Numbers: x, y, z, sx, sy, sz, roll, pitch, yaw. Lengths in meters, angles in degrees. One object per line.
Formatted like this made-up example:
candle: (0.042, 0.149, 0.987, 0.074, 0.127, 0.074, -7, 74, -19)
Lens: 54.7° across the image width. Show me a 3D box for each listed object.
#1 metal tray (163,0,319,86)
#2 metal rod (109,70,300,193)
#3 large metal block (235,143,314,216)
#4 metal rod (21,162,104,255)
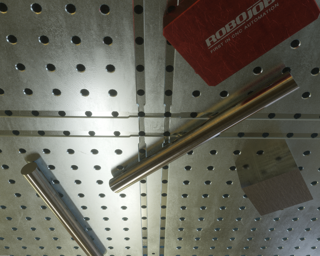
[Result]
metal tray: (0.079, -0.112, 0.315, 0.130, 0.030, 0.090, -33, 123, 24)
metal rod: (0.043, 0.017, 0.426, 0.299, 0.025, 0.025, -33, 123, 24)
large metal block: (0.171, 0.079, 0.466, 0.080, 0.050, 0.080, -25, 126, 19)
metal rod: (-0.160, 0.170, 0.554, 0.025, 0.025, 0.299, -11, 130, 8)
